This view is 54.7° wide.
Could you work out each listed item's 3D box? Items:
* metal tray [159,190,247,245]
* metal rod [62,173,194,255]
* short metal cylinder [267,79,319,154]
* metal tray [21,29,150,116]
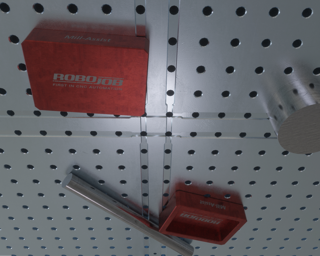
[{"bbox_3d":[0.073,0.161,0.546,0.131,0.030,0.089,16,128,-13],"label":"metal tray"},{"bbox_3d":[-0.043,0.165,0.551,0.025,0.025,0.301,-35,122,26],"label":"metal rod"},{"bbox_3d":[0.181,-0.013,0.386,0.081,0.050,0.079,0,130,0],"label":"short metal cylinder"},{"bbox_3d":[-0.080,-0.061,0.356,0.131,0.030,0.089,3,130,-3],"label":"metal tray"}]
